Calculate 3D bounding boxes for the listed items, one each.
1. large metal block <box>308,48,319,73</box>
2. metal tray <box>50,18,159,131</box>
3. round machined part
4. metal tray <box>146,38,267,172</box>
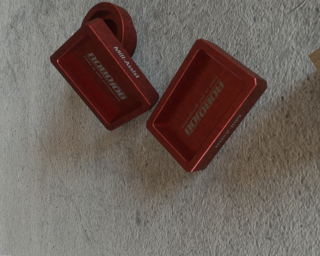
[{"bbox_3d":[0.180,-0.045,0.240,0.080,0.050,0.080,-36,68,34],"label":"large metal block"},{"bbox_3d":[-0.074,-0.067,0.416,0.090,0.030,0.130,-27,108,36],"label":"metal tray"},{"bbox_3d":[-0.072,-0.128,0.451,0.098,0.042,0.097,0,90,39],"label":"round machined part"},{"bbox_3d":[0.047,-0.024,0.360,0.090,0.030,0.129,47,117,29],"label":"metal tray"}]
